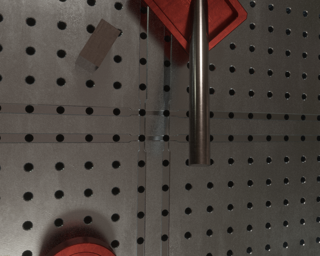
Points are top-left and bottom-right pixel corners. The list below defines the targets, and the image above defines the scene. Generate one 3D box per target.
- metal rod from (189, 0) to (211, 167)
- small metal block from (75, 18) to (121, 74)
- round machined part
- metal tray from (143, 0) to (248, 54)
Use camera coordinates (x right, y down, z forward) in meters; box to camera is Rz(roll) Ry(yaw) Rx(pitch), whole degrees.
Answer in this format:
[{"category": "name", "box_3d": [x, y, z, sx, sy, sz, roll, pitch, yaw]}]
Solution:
[{"category": "metal rod", "box_3d": [0.050, -0.101, 0.396, 0.025, 0.025, 0.299, 7, 74, -20]}, {"category": "small metal block", "box_3d": [-0.076, -0.096, 0.372, 0.025, 0.050, 0.050, 32, 80, -18]}, {"category": "round machined part", "box_3d": [-0.097, 0.178, 0.369, 0.099, 0.042, 0.097, 0, 90, -21]}, {"category": "metal tray", "box_3d": [0.039, -0.166, 0.405, 0.090, 0.030, 0.130, -40, 105, 12]}]
